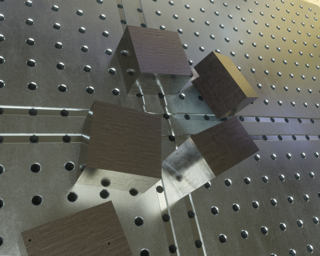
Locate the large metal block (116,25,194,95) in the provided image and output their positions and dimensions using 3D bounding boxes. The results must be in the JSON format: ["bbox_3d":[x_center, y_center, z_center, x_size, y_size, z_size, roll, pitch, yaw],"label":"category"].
[{"bbox_3d":[-0.009,-0.095,0.444,0.081,0.050,0.080,-2,63,-29],"label":"large metal block"}]

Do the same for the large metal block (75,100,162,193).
[{"bbox_3d":[-0.045,0.023,0.353,0.081,0.050,0.080,13,56,-21],"label":"large metal block"}]

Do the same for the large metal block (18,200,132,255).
[{"bbox_3d":[-0.073,0.122,0.278,0.081,0.050,0.080,-13,69,-33],"label":"large metal block"}]

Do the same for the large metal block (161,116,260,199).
[{"bbox_3d":[0.059,0.037,0.382,0.081,0.080,0.050,-22,74,-36],"label":"large metal block"}]

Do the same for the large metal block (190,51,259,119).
[{"bbox_3d":[0.095,-0.062,0.461,0.080,0.050,0.080,57,26,12],"label":"large metal block"}]
